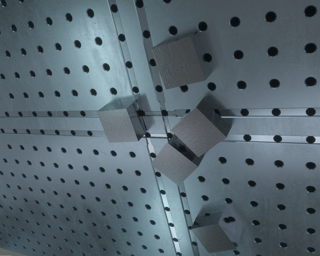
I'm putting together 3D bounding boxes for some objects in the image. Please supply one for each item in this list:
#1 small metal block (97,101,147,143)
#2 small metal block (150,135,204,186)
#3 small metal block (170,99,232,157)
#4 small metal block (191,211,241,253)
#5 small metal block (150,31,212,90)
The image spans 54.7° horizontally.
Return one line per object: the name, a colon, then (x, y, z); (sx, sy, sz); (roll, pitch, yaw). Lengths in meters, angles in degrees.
small metal block: (-0.053, -0.008, 0.433); (0.050, 0.025, 0.050); (-4, 117, 29)
small metal block: (0.023, 0.044, 0.425); (0.050, 0.025, 0.050); (38, 129, 2)
small metal block: (0.050, 0.001, 0.384); (0.050, 0.025, 0.050); (44, 129, -3)
small metal block: (0.083, 0.157, 0.463); (0.050, 0.025, 0.050); (-27, 104, 37)
small metal block: (0.024, -0.076, 0.351); (0.050, 0.025, 0.050); (-9, 114, 32)
